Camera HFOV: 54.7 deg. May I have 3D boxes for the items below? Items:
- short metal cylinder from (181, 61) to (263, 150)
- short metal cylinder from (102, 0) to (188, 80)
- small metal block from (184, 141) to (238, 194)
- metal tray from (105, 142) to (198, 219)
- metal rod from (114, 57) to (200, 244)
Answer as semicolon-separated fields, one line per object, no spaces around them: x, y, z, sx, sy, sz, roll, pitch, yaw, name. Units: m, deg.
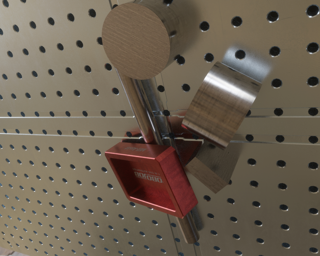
0.064;-0.023;0.327;0.050;0.080;0.079;30;128;9;short metal cylinder
-0.016;-0.100;0.342;0.080;0.050;0.079;13;124;21;short metal cylinder
0.065;0.045;0.389;0.050;0.050;0.025;40;129;1;small metal block
-0.016;0.067;0.428;0.130;0.030;0.090;0;119;51;metal tray
0.002;0.045;0.437;0.025;0.025;0.298;-7;115;31;metal rod
